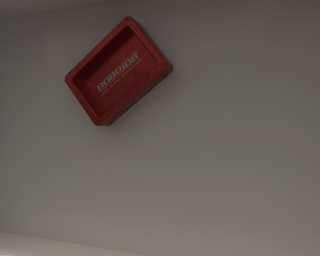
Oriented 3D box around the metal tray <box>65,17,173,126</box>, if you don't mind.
[{"bbox_3d":[-0.059,-0.075,0.427,0.130,0.030,0.090,-39,78,15],"label":"metal tray"}]
